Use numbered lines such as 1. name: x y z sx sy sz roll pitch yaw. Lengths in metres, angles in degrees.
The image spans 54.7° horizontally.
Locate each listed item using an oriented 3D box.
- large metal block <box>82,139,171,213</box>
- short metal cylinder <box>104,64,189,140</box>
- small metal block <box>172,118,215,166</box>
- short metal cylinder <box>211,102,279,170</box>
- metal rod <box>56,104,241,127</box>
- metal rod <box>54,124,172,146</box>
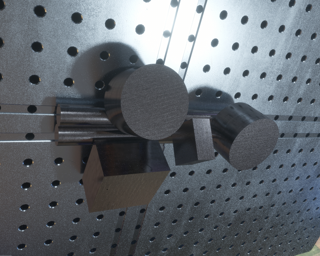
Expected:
1. large metal block: -0.045 0.058 0.384 0.081 0.050 0.079 -1 139 -28
2. short metal cylinder: -0.015 -0.029 0.346 0.081 0.050 0.079 -3 96 -29
3. small metal block: 0.040 0.019 0.388 0.025 0.050 0.050 1 76 -29
4. short metal cylinder: 0.114 0.011 0.428 0.081 0.050 0.079 -14 124 -21
5. metal rod: 0.022 -0.013 0.411 0.303 0.025 0.025 0 118 -29
6. metal rod: 0.016 0.009 0.421 0.303 0.025 0.025 0 118 -29
